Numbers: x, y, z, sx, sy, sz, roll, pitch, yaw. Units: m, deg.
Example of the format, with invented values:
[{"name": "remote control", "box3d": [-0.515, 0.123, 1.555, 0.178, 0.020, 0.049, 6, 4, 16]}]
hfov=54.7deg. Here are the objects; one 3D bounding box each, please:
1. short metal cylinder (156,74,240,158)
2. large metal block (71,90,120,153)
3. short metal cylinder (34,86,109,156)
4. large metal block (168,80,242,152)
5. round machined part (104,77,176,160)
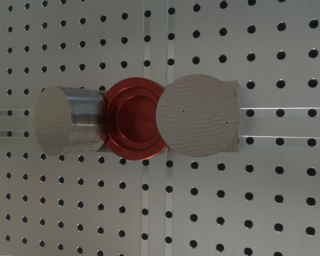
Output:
[{"name": "short metal cylinder", "box3d": [0.036, -0.012, 0.319, 0.081, 0.050, 0.080, 0, 90, 0]}, {"name": "large metal block", "box3d": [-0.085, -0.009, 0.429, 0.080, 0.050, 0.080, 1, 90, 20]}, {"name": "short metal cylinder", "box3d": [-0.106, -0.008, 0.370, 0.080, 0.050, 0.079, 1, 92, 41]}, {"name": "large metal block", "box3d": [0.057, -0.012, 0.379, 0.080, 0.050, 0.080, -1, 90, 20]}, {"name": "round machined part", "box3d": [-0.023, -0.011, 0.380, 0.098, 0.042, 0.097, 0, 90, 20]}]
